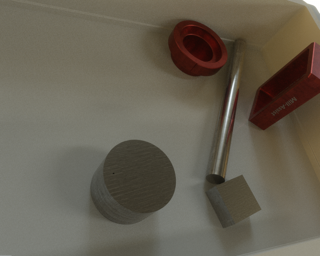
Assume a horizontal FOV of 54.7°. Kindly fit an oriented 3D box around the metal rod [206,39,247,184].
[{"bbox_3d":[0.112,-0.046,0.496,0.025,0.025,0.300,28,52,-11],"label":"metal rod"}]

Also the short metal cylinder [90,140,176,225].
[{"bbox_3d":[-0.030,0.059,0.339,0.081,0.050,0.080,14,56,-21],"label":"short metal cylinder"}]

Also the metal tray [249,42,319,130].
[{"bbox_3d":[0.200,-0.063,0.487,0.030,0.129,0.090,34,51,-7],"label":"metal tray"}]

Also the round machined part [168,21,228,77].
[{"bbox_3d":[0.057,-0.123,0.502,0.099,0.042,0.098,14,56,-21],"label":"round machined part"}]

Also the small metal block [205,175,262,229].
[{"bbox_3d":[0.095,0.094,0.401,0.050,0.025,0.050,-14,69,-34],"label":"small metal block"}]
